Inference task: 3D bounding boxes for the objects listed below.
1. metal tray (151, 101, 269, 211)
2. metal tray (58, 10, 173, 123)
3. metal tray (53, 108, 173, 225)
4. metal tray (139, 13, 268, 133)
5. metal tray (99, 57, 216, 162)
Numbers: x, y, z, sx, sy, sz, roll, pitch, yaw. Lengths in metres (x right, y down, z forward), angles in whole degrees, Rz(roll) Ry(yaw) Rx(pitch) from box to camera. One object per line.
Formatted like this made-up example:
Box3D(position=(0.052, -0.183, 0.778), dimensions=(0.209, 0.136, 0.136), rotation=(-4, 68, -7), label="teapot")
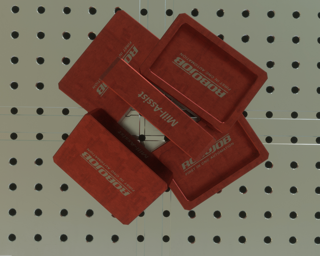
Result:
Box3D(position=(0.063, 0.035, 0.410), dimensions=(0.130, 0.030, 0.090), rotation=(-34, 90, -1), label="metal tray")
Box3D(position=(-0.057, -0.076, 0.409), dimensions=(0.090, 0.030, 0.130), rotation=(39, 90, -1), label="metal tray")
Box3D(position=(-0.060, 0.050, 0.391), dimensions=(0.130, 0.030, 0.090), rotation=(42, 115, -1), label="metal tray")
Box3D(position=(0.052, -0.065, 0.381), dimensions=(0.130, 0.030, 0.090), rotation=(36, 90, -1), label="metal tray")
Box3D(position=(-0.002, -0.019, 0.350), dimensions=(0.130, 0.090, 0.030), rotation=(41, 90, -1), label="metal tray")
